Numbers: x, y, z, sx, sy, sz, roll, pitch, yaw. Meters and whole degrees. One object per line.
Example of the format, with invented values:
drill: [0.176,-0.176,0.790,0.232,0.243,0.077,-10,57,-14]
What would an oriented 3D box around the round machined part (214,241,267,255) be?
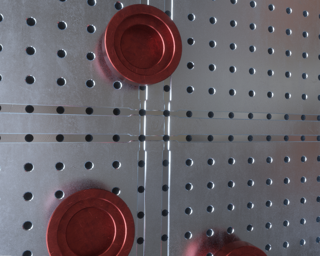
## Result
round machined part: [0.109,0.211,0.446,0.099,0.042,0.097,0,90,-21]

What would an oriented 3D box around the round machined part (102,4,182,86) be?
round machined part: [-0.025,-0.102,0.395,0.099,0.042,0.097,0,90,-21]

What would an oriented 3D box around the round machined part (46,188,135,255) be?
round machined part: [-0.083,0.122,0.365,0.099,0.042,0.098,6,73,-21]
